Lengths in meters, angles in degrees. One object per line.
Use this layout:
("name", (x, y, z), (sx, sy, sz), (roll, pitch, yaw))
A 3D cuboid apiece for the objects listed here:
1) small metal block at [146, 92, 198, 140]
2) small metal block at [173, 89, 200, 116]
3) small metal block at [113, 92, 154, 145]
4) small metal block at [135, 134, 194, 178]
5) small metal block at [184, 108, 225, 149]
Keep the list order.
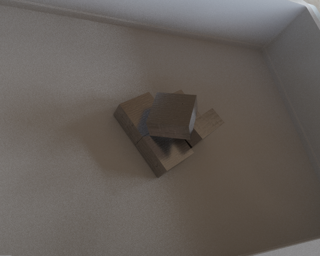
("small metal block", (0.016, -0.015, 0.375), (0.050, 0.025, 0.050), (6, 51, 15))
("small metal block", (0.022, -0.020, 0.429), (0.050, 0.025, 0.050), (-28, 77, -38))
("small metal block", (-0.023, -0.013, 0.401), (0.050, 0.025, 0.050), (-28, 77, -38))
("small metal block", (0.006, 0.027, 0.392), (0.050, 0.025, 0.050), (-28, 77, -38))
("small metal block", (0.050, 0.005, 0.413), (0.050, 0.050, 0.025), (-32, 80, -39))
